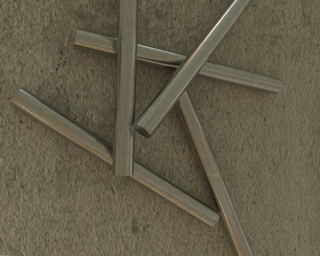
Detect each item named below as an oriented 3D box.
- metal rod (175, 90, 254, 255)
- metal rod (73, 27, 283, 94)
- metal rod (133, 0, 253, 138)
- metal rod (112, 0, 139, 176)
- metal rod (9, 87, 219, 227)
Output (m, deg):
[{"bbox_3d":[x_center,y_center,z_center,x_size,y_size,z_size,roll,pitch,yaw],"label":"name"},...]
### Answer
[{"bbox_3d":[0.077,0.074,0.437,0.025,0.025,0.299,-26,99,-18],"label":"metal rod"},{"bbox_3d":[0.039,-0.086,0.422,0.302,0.025,0.025,9,87,-20],"label":"metal rod"},{"bbox_3d":[0.063,-0.109,0.408,0.025,0.025,0.301,43,68,-15],"label":"metal rod"},{"bbox_3d":[-0.039,-0.094,0.366,0.025,0.025,0.298,2,89,-20],"label":"metal rod"},{"bbox_3d":[-0.044,0.046,0.392,0.301,0.025,0.025,35,79,-17],"label":"metal rod"}]
